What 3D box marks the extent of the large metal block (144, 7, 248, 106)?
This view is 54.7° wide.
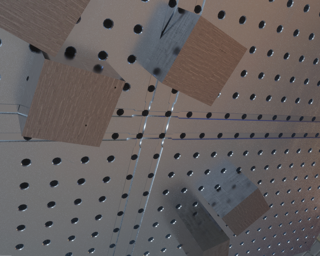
[{"bbox_3d":[0.042,-0.083,0.368,0.080,0.050,0.080,20,108,-36],"label":"large metal block"}]

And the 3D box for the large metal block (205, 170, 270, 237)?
[{"bbox_3d":[0.142,0.137,0.561,0.080,0.050,0.080,-39,130,-2],"label":"large metal block"}]

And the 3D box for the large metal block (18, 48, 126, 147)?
[{"bbox_3d":[-0.094,-0.032,0.325,0.081,0.050,0.079,12,112,-34],"label":"large metal block"}]

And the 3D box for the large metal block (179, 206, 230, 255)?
[{"bbox_3d":[0.075,0.200,0.543,0.050,0.080,0.079,-17,125,-19],"label":"large metal block"}]

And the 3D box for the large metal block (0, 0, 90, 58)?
[{"bbox_3d":[-0.109,-0.120,0.261,0.080,0.050,0.080,28,103,-38],"label":"large metal block"}]
